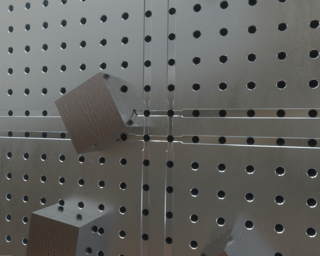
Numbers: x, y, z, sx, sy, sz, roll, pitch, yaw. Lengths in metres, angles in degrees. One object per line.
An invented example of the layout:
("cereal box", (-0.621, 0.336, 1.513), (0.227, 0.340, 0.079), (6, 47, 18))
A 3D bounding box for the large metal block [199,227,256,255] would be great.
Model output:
("large metal block", (0.086, 0.172, 0.353), (0.050, 0.080, 0.080), (-42, 77, 15))

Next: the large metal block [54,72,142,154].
("large metal block", (-0.085, -0.019, 0.430), (0.080, 0.050, 0.080), (-29, 81, 18))

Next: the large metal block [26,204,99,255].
("large metal block", (-0.141, 0.165, 0.450), (0.080, 0.050, 0.080), (10, 93, 19))
